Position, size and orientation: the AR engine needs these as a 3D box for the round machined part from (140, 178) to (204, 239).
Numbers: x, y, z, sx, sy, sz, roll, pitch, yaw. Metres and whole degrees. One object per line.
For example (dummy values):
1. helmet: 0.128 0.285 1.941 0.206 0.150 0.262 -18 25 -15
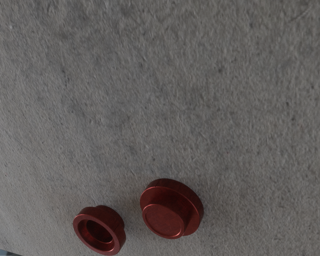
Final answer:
1. round machined part: 0.013 0.128 0.467 0.098 0.042 0.097 13 124 20

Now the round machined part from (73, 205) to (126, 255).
1. round machined part: -0.104 0.179 0.559 0.098 0.042 0.097 13 124 20
